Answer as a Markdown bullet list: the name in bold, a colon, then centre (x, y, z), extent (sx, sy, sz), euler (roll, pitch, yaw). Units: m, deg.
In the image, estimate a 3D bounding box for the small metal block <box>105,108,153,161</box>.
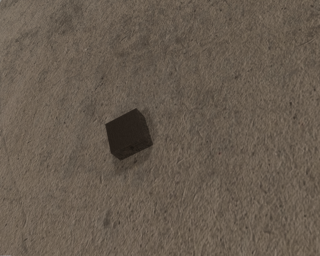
- **small metal block**: centre (-0.043, 0.009, 0.419), extent (0.050, 0.025, 0.050), euler (-27, 53, 11)
